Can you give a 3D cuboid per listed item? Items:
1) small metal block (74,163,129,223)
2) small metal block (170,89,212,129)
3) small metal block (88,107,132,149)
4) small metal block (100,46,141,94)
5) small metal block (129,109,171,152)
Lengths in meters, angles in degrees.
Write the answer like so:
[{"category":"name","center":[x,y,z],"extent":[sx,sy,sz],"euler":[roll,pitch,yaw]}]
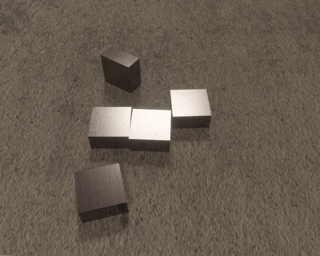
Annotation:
[{"category":"small metal block","center":[-0.065,0.071,0.343],"extent":[0.050,0.025,0.050],"euler":[-11,51,-10]},{"category":"small metal block","center":[0.041,-0.027,0.426],"extent":[0.050,0.025,0.050],"euler":[-2,50,-2]},{"category":"small metal block","center":[-0.063,-0.001,0.403],"extent":[0.050,0.025,0.050],"euler":[0,50,0]},{"category":"small metal block","center":[-0.057,-0.086,0.458],"extent":[0.050,0.050,0.025],"euler":[27,55,20]},{"category":"small metal block","center":[-0.012,0.003,0.401],"extent":[0.050,0.025,0.050],"euler":[2,50,1]}]
